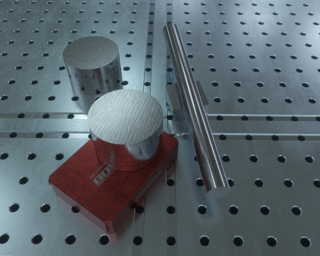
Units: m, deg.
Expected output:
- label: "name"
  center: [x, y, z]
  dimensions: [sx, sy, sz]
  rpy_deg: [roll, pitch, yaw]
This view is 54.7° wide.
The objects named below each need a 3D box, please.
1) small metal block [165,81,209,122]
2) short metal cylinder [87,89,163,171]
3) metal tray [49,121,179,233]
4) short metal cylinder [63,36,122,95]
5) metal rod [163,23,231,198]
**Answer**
- label: "small metal block"
  center: [0.037, -0.039, 0.440]
  dimensions: [0.050, 0.025, 0.050]
  rpy_deg: [-9, 51, -7]
- label: "short metal cylinder"
  center: [-0.037, 0.002, 0.350]
  dimensions: [0.081, 0.050, 0.080]
  rpy_deg: [0, 50, 0]
- label: "metal tray"
  center: [-0.050, 0.044, 0.367]
  dimensions: [0.090, 0.030, 0.131]
  rpy_deg: [29, 56, 22]
- label: "short metal cylinder"
  center: [-0.101, -0.095, 0.471]
  dimensions: [0.081, 0.050, 0.080]
  rpy_deg: [0, 50, 0]
- label: "metal rod"
  center: [0.039, -0.047, 0.414]
  dimensions: [0.025, 0.025, 0.300]
  rpy_deg: [-6, 51, -5]
